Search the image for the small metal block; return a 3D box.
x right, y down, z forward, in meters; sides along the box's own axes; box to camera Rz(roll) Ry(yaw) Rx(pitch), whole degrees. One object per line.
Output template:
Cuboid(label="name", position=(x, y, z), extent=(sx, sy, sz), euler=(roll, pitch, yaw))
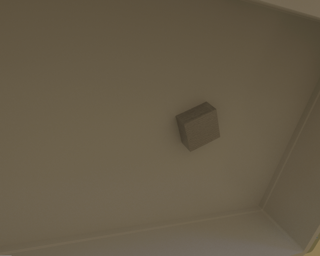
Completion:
Cuboid(label="small metal block", position=(0.054, -0.002, 0.436), extent=(0.050, 0.025, 0.050), euler=(-25, 128, -13))
